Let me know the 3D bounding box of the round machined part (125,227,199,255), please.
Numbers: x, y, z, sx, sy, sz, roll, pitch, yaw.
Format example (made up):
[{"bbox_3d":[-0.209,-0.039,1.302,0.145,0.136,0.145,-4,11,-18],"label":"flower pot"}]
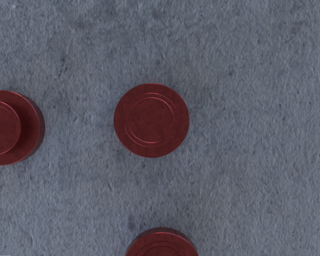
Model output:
[{"bbox_3d":[0.002,0.177,0.402,0.099,0.042,0.097,0,90,-1],"label":"round machined part"}]

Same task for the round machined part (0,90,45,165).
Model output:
[{"bbox_3d":[-0.205,0.000,0.399,0.099,0.042,0.097,0,90,-1],"label":"round machined part"}]

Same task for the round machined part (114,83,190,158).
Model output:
[{"bbox_3d":[-0.011,-0.010,0.401,0.099,0.042,0.097,0,90,-1],"label":"round machined part"}]
